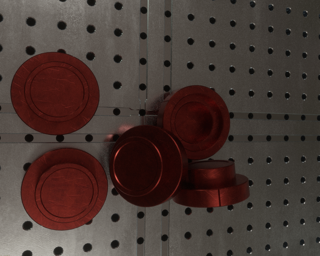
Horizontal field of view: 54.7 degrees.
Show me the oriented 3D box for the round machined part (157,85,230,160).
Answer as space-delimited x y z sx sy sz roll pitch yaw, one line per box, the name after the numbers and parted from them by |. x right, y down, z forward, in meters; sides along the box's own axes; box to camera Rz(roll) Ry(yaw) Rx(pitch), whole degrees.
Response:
0.042 -0.007 0.420 0.099 0.042 0.097 0 90 -21 | round machined part

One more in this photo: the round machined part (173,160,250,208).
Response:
0.063 0.067 0.398 0.099 0.098 0.042 -6 92 -20 | round machined part

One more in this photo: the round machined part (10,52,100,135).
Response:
-0.119 -0.040 0.360 0.099 0.042 0.097 0 90 -21 | round machined part

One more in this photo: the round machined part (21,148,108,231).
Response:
-0.110 0.072 0.364 0.099 0.042 0.097 0 90 -21 | round machined part

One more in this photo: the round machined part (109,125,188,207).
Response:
-0.020 0.045 0.368 0.098 0.042 0.097 -2 85 24 | round machined part
